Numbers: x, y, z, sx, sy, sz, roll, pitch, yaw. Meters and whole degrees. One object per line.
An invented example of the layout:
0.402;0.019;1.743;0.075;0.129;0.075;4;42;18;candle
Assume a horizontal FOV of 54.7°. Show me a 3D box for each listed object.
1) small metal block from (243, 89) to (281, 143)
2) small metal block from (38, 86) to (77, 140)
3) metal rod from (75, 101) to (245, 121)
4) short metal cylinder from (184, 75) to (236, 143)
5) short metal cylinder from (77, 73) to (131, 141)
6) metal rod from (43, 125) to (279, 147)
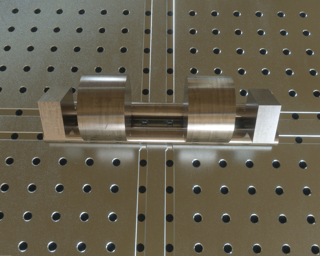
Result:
0.124;-0.016;0.381;0.025;0.050;0.050;0;29;1;small metal block
-0.124;-0.019;0.381;0.025;0.050;0.050;1;28;1;small metal block
0.004;-0.023;0.420;0.302;0.025;0.025;1;70;0;metal rod
0.056;-0.022;0.368;0.050;0.080;0.080;1;70;0;short metal cylinder
-0.063;-0.024;0.368;0.050;0.080;0.080;1;70;0;short metal cylinder
0.001;0.010;0.408;0.302;0.025;0.025;1;70;0;metal rod
